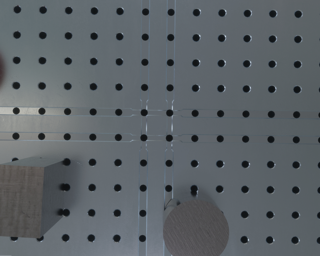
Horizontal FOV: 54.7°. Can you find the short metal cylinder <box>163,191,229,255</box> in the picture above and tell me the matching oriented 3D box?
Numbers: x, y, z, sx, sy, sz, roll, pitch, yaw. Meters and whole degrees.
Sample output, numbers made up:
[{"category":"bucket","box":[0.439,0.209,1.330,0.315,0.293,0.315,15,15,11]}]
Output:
[{"category":"short metal cylinder","box":[0.044,0.127,0.401,0.081,0.050,0.079,0,90,0]}]

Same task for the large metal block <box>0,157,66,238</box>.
[{"category":"large metal block","box":[-0.156,0.082,0.385,0.050,0.080,0.080,3,90,0]}]
